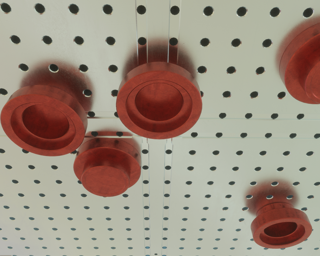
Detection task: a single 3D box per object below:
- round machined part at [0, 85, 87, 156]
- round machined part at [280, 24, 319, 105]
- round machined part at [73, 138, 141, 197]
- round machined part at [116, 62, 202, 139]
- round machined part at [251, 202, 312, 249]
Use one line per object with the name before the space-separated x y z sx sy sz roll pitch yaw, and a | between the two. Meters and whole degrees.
round machined part | -0.140 -0.013 0.388 0.099 0.042 0.097 0 130 0
round machined part | 0.190 -0.065 0.346 0.099 0.042 0.097 0 130 0
round machined part | -0.077 0.064 0.454 0.099 0.042 0.097 0 130 0
round machined part | -0.001 -0.036 0.370 0.099 0.042 0.097 0 130 0
round machined part | 0.209 0.168 0.545 0.099 0.042 0.097 0 130 0
